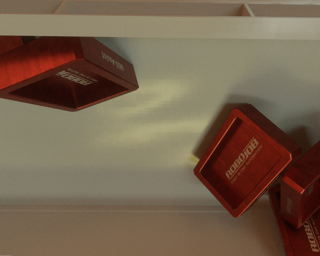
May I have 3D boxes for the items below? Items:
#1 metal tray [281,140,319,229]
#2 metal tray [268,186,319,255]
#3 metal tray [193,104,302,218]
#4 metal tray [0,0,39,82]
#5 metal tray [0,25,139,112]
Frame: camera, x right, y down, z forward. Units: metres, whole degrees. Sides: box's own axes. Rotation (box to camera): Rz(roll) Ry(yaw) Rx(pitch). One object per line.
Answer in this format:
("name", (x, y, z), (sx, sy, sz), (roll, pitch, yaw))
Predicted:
("metal tray", (0.207, 0.076, 0.420), (0.090, 0.030, 0.130), (-39, 140, -11))
("metal tray", (0.225, 0.146, 0.464), (0.090, 0.130, 0.030), (-13, 140, 11))
("metal tray", (0.107, 0.045, 0.406), (0.030, 0.090, 0.129), (-17, 144, -42))
("metal tray", (-0.202, -0.093, 0.325), (0.131, 0.030, 0.089), (-3, 130, 2))
("metal tray", (-0.086, -0.050, 0.309), (0.090, 0.030, 0.130), (-18, 172, 14))
